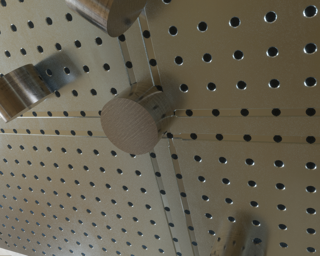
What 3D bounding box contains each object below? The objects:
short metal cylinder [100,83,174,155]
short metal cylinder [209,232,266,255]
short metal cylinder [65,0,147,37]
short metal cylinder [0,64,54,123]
[{"bbox_3d":[-0.029,-0.012,0.401,0.080,0.050,0.079,13,124,20],"label":"short metal cylinder"},{"bbox_3d":[0.113,0.203,0.461,0.080,0.050,0.079,13,124,20],"label":"short metal cylinder"},{"bbox_3d":[-0.049,-0.140,0.313,0.050,0.080,0.079,35,129,5],"label":"short metal cylinder"},{"bbox_3d":[-0.204,-0.050,0.450,0.080,0.080,0.050,-24,105,36],"label":"short metal cylinder"}]
